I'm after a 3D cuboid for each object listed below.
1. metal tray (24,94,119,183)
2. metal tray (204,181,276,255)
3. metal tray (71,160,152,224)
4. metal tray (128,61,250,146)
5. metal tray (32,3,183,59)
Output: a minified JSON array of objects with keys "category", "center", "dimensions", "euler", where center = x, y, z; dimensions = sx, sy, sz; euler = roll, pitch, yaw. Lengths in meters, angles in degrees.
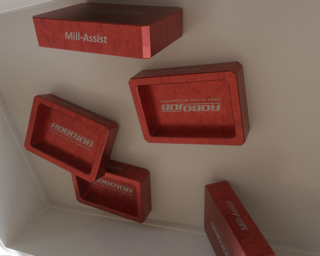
[{"category":"metal tray","center":[-0.134,0.013,0.460],"dimensions":[0.130,0.030,0.089],"euler":[23,107,15]},{"category":"metal tray","center":[0.092,0.140,0.384],"dimensions":[0.030,0.130,0.089],"euler":[-9,120,-10]},{"category":"metal tray","center":[-0.080,0.096,0.504],"dimensions":[0.130,0.030,0.089],"euler":[12,124,21]},{"category":"metal tray","center":[0.034,-0.026,0.369],"dimensions":[0.130,0.030,0.089],"euler":[0,119,27]},{"category":"metal tray","center":[-0.052,-0.107,0.326],"dimensions":[0.130,0.090,0.030],"euler":[12,123,21]}]
